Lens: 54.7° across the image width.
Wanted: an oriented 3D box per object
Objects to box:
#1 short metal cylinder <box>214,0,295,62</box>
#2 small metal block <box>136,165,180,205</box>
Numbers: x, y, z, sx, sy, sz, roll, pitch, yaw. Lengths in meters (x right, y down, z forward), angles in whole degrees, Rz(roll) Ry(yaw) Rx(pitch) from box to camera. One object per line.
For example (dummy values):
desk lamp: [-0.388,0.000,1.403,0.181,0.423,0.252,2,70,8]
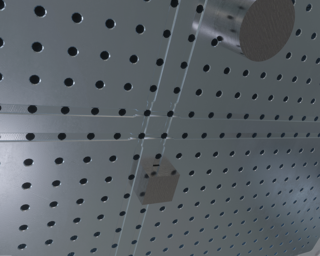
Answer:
short metal cylinder: [0.115,-0.128,0.379,0.081,0.050,0.079,-14,124,-21]
small metal block: [-0.003,0.084,0.462,0.050,0.025,0.050,0,118,-29]
